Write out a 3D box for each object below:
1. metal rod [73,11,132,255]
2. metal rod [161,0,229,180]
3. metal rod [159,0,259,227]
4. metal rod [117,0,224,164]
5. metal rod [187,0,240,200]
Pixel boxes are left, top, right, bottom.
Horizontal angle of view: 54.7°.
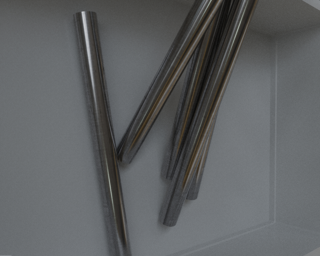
[{"bbox_3d":[-0.063,0.023,0.353,0.025,0.025,0.298,-13,98,-39],"label":"metal rod"},{"bbox_3d":[0.045,-0.069,0.360,0.025,0.025,0.298,-9,122,-40],"label":"metal rod"},{"bbox_3d":[0.052,-0.009,0.368,0.025,0.025,0.298,-1,116,-40],"label":"metal rod"},{"bbox_3d":[0.026,-0.086,0.322,0.025,0.025,0.298,12,117,-40],"label":"metal rod"},{"bbox_3d":[0.065,-0.040,0.387,0.025,0.025,0.298,-10,120,-40],"label":"metal rod"}]
